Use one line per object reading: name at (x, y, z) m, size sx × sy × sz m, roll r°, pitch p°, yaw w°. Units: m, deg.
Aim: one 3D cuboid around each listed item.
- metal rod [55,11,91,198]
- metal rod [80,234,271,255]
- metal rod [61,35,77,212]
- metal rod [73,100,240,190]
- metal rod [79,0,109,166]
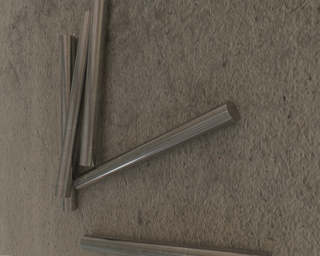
metal rod at (-0.135, -0.036, 0.502) m, size 0.025 × 0.025 × 0.298 m, roll 11°, pitch 93°, yaw 39°
metal rod at (-0.005, 0.161, 0.409) m, size 0.300 × 0.025 × 0.025 m, roll -12°, pitch 83°, yaw 39°
metal rod at (-0.158, -0.008, 0.535) m, size 0.025 × 0.025 × 0.298 m, roll -1°, pitch 89°, yaw 40°
metal rod at (-0.027, 0.036, 0.427) m, size 0.299 × 0.025 × 0.025 m, roll -27°, pitch 73°, yaw 36°
metal rod at (-0.100, -0.091, 0.480) m, size 0.025 × 0.025 × 0.298 m, roll 5°, pitch 91°, yaw 40°
